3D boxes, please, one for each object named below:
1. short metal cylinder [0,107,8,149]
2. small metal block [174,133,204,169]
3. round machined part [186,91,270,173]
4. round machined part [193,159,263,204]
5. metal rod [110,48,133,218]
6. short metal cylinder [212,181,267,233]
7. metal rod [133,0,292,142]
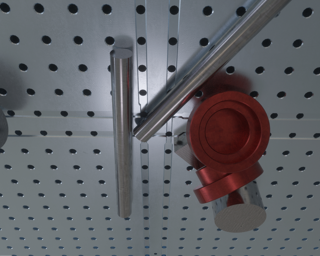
[{"bbox_3d":[-0.234,-0.001,0.373,0.050,0.080,0.080,-21,127,16],"label":"short metal cylinder"},{"bbox_3d":[0.055,0.026,0.434,0.050,0.025,0.050,-35,122,26],"label":"small metal block"},{"bbox_3d":[0.080,0.003,0.384,0.099,0.042,0.097,-1,94,-7],"label":"round machined part"},{"bbox_3d":[0.089,0.064,0.432,0.098,0.098,0.042,-32,80,24],"label":"round machined part"},{"bbox_3d":[-0.052,0.031,0.437,0.025,0.025,0.298,3,130,-2],"label":"metal rod"},{"bbox_3d":[0.126,0.126,0.504,0.081,0.050,0.079,0,130,0],"label":"short metal cylinder"},{"bbox_3d":[0.066,-0.081,0.343,0.025,0.025,0.299,31,124,-24],"label":"metal rod"}]
